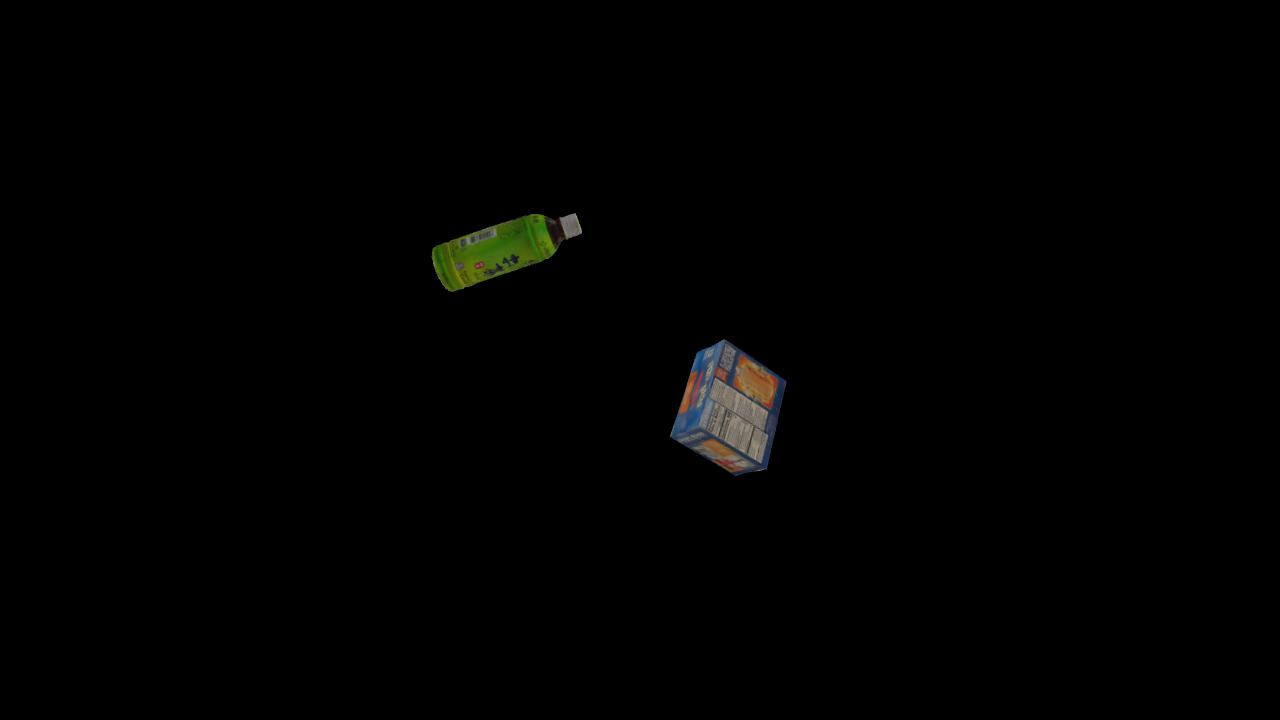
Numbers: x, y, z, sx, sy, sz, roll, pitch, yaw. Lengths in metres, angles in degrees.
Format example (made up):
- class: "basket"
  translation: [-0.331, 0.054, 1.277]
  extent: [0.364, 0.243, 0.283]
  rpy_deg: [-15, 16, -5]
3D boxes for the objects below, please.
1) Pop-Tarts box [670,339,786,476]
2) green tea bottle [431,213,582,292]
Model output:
- class: "Pop-Tarts box"
  translation: [0.145, 0.078, 0.993]
  extent: [0.141, 0.167, 0.083]
  rpy_deg: [32, -33, -19]
- class: "green tea bottle"
  translation: [-0.187, -0.163, 0.882]
  extent: [0.212, 0.073, 0.073]
  rpy_deg: [-19, -1, 3]
